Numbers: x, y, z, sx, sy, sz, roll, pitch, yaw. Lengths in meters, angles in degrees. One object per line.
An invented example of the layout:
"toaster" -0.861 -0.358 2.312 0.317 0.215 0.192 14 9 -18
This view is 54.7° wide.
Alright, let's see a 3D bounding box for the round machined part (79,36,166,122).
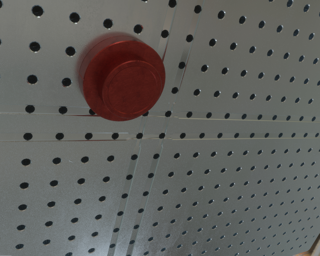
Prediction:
"round machined part" -0.038 -0.050 0.350 0.099 0.042 0.097 -14 125 -21
